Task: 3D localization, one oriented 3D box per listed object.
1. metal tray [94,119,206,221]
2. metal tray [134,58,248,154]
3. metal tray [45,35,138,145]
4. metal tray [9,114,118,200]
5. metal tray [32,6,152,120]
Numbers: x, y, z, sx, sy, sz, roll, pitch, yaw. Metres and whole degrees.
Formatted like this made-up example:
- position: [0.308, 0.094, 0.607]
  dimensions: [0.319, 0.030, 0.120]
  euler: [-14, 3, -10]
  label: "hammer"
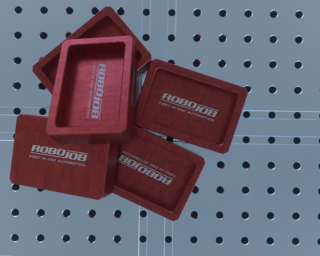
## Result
- position: [-0.018, 0.053, 0.410]
  dimensions: [0.130, 0.030, 0.090]
  euler: [25, 90, 0]
  label: "metal tray"
- position: [0.038, -0.028, 0.410]
  dimensions: [0.131, 0.030, 0.090]
  euler: [18, 91, 0]
  label: "metal tray"
- position: [-0.076, -0.047, 0.368]
  dimensions: [0.090, 0.030, 0.130]
  euler: [-2, 66, 7]
  label: "metal tray"
- position: [-0.121, 0.034, 0.393]
  dimensions: [0.130, 0.030, 0.090]
  euler: [7, 91, 14]
  label: "metal tray"
- position: [-0.087, -0.083, 0.409]
  dimensions: [0.130, 0.030, 0.090]
  euler: [-39, 89, 0]
  label: "metal tray"
